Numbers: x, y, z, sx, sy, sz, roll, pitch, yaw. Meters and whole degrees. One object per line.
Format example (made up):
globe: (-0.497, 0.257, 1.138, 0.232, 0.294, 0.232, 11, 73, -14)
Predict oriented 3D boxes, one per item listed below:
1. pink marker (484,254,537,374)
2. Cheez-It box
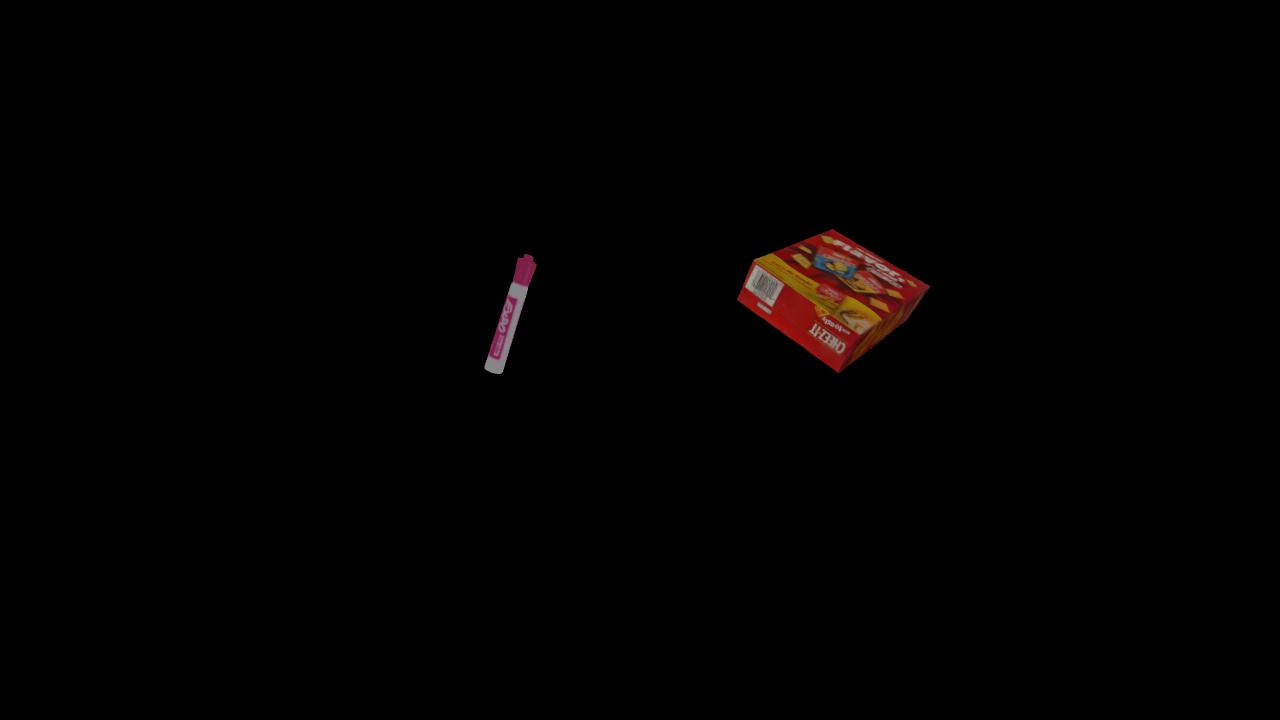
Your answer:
pink marker: (-0.125, -0.044, 0.597, 0.020, 0.121, 0.020, 19, 15, -5)
Cheez-It box: (0.261, -0.090, 0.822, 0.166, 0.071, 0.223, 40, 43, 24)
